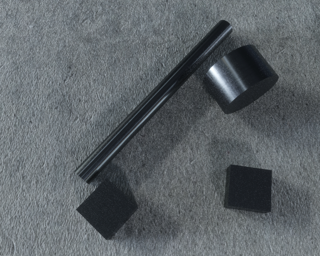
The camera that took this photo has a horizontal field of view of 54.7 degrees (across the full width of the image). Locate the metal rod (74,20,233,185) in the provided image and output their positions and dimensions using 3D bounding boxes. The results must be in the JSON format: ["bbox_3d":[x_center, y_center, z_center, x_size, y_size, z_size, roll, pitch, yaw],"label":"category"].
[{"bbox_3d":[0.000,-0.045,0.424,0.025,0.025,0.301,39,74,12],"label":"metal rod"}]

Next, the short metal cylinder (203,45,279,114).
[{"bbox_3d":[0.104,-0.062,0.403,0.080,0.080,0.050,-28,73,-10],"label":"short metal cylinder"}]

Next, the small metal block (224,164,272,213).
[{"bbox_3d":[0.108,0.075,0.382,0.050,0.025,0.050,8,70,2],"label":"small metal block"}]

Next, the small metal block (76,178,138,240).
[{"bbox_3d":[-0.062,0.097,0.372,0.050,0.025,0.050,40,75,13],"label":"small metal block"}]
